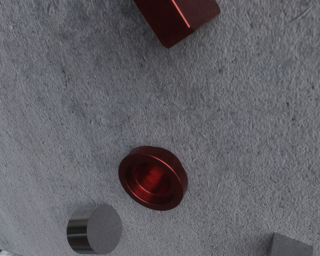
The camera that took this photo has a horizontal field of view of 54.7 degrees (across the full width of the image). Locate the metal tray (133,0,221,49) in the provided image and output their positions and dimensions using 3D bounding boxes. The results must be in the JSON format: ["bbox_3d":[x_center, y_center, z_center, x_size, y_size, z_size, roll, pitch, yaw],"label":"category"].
[{"bbox_3d":[-0.002,-0.144,0.275,0.030,0.090,0.130,-26,105,37],"label":"metal tray"}]

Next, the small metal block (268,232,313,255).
[{"bbox_3d":[0.170,0.173,0.408,0.050,0.050,0.025,17,125,18],"label":"small metal block"}]

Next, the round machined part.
[{"bbox_3d":[-0.006,0.066,0.438,0.098,0.042,0.097,13,124,20],"label":"round machined part"}]

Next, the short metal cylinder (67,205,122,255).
[{"bbox_3d":[-0.113,0.177,0.538,0.050,0.080,0.080,-15,111,34],"label":"short metal cylinder"}]
